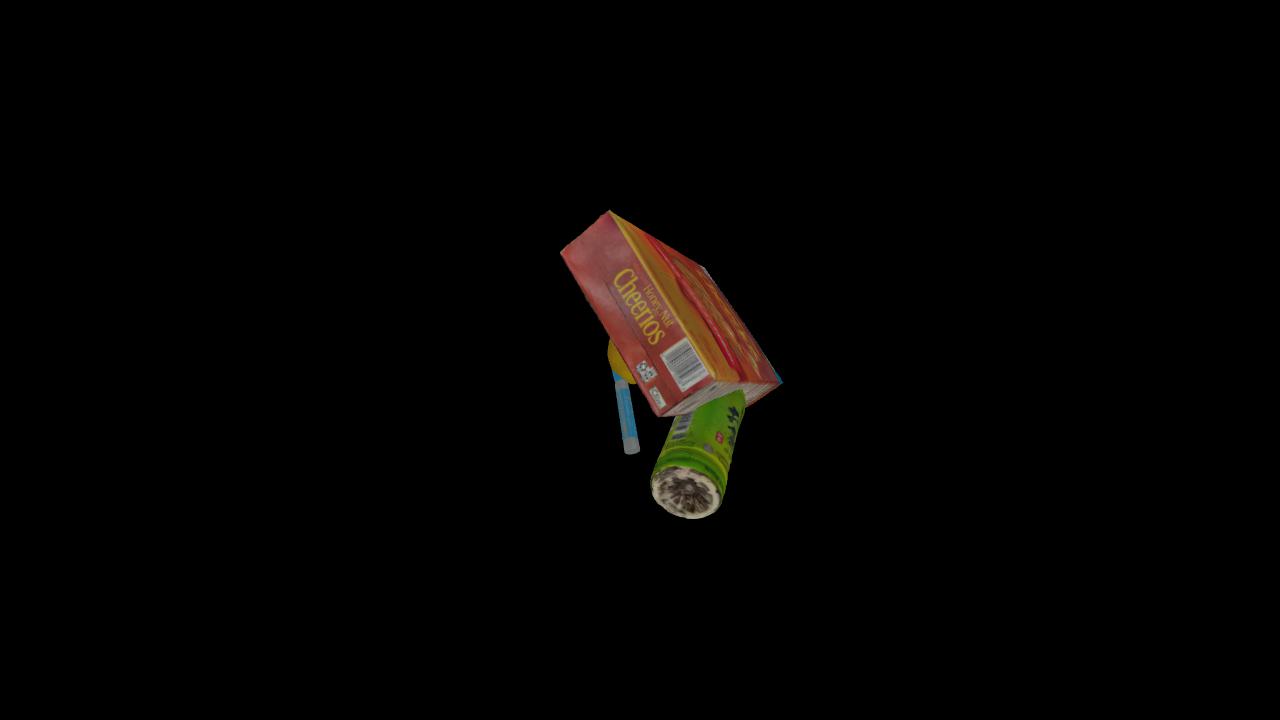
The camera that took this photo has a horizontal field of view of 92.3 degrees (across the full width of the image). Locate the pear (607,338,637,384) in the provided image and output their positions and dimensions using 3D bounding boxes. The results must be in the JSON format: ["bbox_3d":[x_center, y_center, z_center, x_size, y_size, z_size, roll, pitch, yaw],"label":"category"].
[{"bbox_3d":[-0.004,-0.010,0.748,0.080,0.080,0.111,0,-2,-2],"label":"pear"}]

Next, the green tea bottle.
[{"bbox_3d":[0.070,0.067,0.643,0.073,0.073,0.212,0,34,20],"label":"green tea bottle"}]

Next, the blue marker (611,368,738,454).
[{"bbox_3d":[-0.018,0.055,0.750,0.020,0.121,0.020,-8,-28,-4],"label":"blue marker"}]

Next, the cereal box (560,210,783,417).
[{"bbox_3d":[0.055,-0.040,0.717,0.081,0.203,0.306,-36,-17,19],"label":"cereal box"}]
